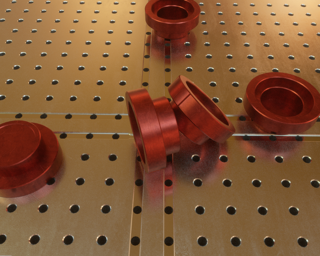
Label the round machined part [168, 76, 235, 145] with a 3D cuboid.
[{"bbox_3d":[0.045,-0.017,0.388,0.042,0.098,0.098,-45,53,18],"label":"round machined part"}]

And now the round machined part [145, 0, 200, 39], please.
[{"bbox_3d":[0.022,-0.199,0.564,0.099,0.042,0.098,0,50,0],"label":"round machined part"}]

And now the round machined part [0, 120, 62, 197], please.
[{"bbox_3d":[-0.172,0.029,0.370,0.099,0.042,0.098,0,50,0],"label":"round machined part"}]

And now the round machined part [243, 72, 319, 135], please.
[{"bbox_3d":[0.163,-0.029,0.423,0.099,0.042,0.098,0,50,0],"label":"round machined part"}]

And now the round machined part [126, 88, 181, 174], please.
[{"bbox_3d":[-0.007,0.001,0.359,0.042,0.097,0.098,-15,52,-10],"label":"round machined part"}]
